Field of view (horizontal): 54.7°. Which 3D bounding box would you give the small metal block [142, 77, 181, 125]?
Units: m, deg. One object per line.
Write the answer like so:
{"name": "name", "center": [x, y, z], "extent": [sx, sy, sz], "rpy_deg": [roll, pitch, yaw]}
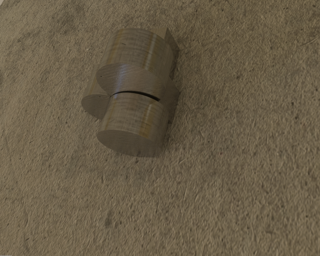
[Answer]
{"name": "small metal block", "center": [0.002, -0.038, 0.414], "extent": [0.025, 0.050, 0.050], "rpy_deg": [1, 62, 29]}

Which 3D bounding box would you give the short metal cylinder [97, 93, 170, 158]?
{"name": "short metal cylinder", "center": [-0.033, -0.001, 0.389], "extent": [0.080, 0.080, 0.050], "rpy_deg": [0, 62, 28]}

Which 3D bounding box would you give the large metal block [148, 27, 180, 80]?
{"name": "large metal block", "center": [-0.023, -0.096, 0.461], "extent": [0.080, 0.050, 0.080], "rpy_deg": [-2, 61, 27]}

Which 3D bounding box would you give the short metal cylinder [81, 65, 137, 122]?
{"name": "short metal cylinder", "center": [-0.062, -0.045, 0.431], "extent": [0.080, 0.080, 0.050], "rpy_deg": [-2, 61, 27]}

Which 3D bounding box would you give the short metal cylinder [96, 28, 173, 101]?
{"name": "short metal cylinder", "center": [-0.029, -0.070, 0.364], "extent": [0.080, 0.080, 0.050], "rpy_deg": [-2, 61, 27]}
